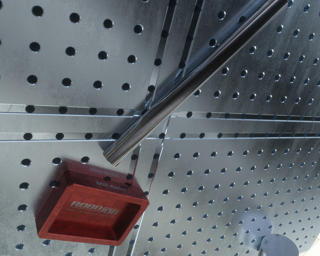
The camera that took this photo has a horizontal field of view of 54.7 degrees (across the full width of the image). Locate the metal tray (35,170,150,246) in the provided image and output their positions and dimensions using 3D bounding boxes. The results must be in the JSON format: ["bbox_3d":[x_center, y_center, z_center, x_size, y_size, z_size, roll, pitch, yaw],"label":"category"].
[{"bbox_3d":[-0.090,0.116,0.431,0.131,0.030,0.090,23,106,-37],"label":"metal tray"}]

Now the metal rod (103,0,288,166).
[{"bbox_3d":[0.044,-0.062,0.398,0.300,0.025,0.025,-43,130,1],"label":"metal rod"}]

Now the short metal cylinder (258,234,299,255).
[{"bbox_3d":[0.268,0.290,0.706,0.081,0.080,0.050,-13,124,-22],"label":"short metal cylinder"}]
